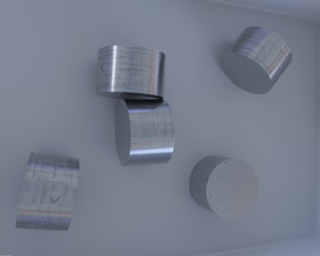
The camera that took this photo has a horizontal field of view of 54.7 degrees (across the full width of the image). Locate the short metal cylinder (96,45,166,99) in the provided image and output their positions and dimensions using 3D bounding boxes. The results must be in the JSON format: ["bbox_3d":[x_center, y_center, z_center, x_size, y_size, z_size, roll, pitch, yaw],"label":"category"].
[{"bbox_3d":[-0.034,-0.062,0.368,0.081,0.080,0.050,3,89,-20],"label":"short metal cylinder"}]

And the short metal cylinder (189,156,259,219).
[{"bbox_3d":[0.088,0.080,0.430,0.081,0.050,0.080,0,90,-20],"label":"short metal cylinder"}]

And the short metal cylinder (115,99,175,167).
[{"bbox_3d":[-0.021,0.005,0.373,0.050,0.080,0.080,-2,91,-20],"label":"short metal cylinder"}]

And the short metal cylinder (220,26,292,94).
[{"bbox_3d":[0.132,-0.092,0.430,0.080,0.080,0.050,43,77,-15],"label":"short metal cylinder"}]

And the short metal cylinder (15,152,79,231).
[{"bbox_3d":[-0.121,0.069,0.337,0.050,0.080,0.080,11,87,-20],"label":"short metal cylinder"}]
